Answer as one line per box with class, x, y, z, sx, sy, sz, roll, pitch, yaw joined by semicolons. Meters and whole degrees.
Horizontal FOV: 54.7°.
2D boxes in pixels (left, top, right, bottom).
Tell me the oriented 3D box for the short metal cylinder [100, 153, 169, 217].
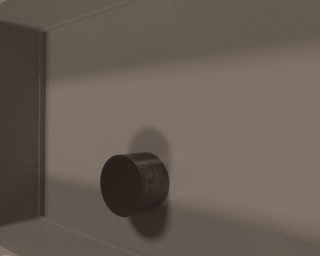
short metal cylinder;-0.035;0.074;0.417;0.080;0.050;0.079;0;90;39
